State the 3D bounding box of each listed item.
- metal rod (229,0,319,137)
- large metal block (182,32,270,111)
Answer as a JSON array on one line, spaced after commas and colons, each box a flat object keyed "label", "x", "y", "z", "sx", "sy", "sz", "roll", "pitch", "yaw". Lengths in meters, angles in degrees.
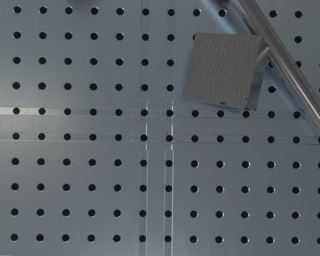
[{"label": "metal rod", "x": 0.143, "y": -0.106, "z": 0.396, "sx": 0.025, "sy": 0.025, "sz": 0.299, "roll": -37, "pitch": 97, "yaw": 0}, {"label": "large metal block", "x": 0.082, "y": -0.069, "z": 0.384, "sx": 0.080, "sy": 0.050, "sz": 0.080, "roll": 13, "pitch": 91, "yaw": 29}]
